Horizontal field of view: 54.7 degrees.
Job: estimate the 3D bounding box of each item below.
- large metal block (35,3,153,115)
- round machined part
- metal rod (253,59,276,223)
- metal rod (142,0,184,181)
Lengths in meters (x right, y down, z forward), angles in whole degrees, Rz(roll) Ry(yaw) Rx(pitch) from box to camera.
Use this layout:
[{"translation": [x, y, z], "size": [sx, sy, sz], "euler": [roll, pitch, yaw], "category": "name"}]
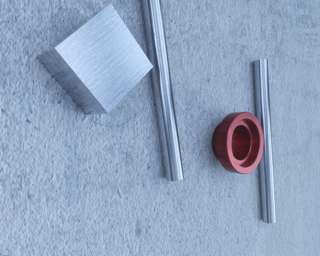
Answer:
[{"translation": [-0.067, -0.071, 0.333], "size": [0.080, 0.050, 0.080], "euler": [-51, 121, -28], "category": "large metal block"}, {"translation": [0.121, 0.023, 0.499], "size": [0.099, 0.042, 0.097], "euler": [0, 90, -40], "category": "round machined part"}, {"translation": [0.193, 0.026, 0.569], "size": [0.025, 0.025, 0.298], "euler": [-8, 95, -40], "category": "metal rod"}, {"translation": [0.001, -0.078, 0.406], "size": [0.025, 0.025, 0.298], "euler": [-13, 99, -40], "category": "metal rod"}]
